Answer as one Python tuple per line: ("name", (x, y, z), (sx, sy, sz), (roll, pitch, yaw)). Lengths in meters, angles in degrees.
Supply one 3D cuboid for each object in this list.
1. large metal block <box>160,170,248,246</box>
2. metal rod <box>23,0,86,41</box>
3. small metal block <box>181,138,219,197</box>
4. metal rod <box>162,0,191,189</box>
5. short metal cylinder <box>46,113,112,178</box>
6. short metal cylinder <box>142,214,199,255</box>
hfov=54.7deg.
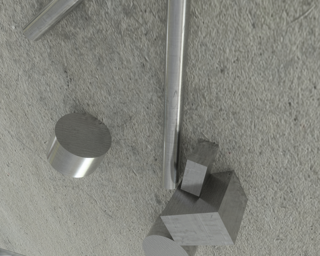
("large metal block", (0.060, 0.104, 0.404), (0.080, 0.080, 0.050), (-15, 111, 34))
("metal rod", (-0.059, -0.172, 0.330), (0.299, 0.025, 0.025), (-21, 107, 36))
("small metal block", (0.051, 0.049, 0.394), (0.025, 0.050, 0.050), (20, 126, 16))
("metal rod", (0.017, -0.046, 0.369), (0.025, 0.025, 0.298), (14, 124, 20))
("short metal cylinder", (-0.117, 0.024, 0.448), (0.080, 0.080, 0.050), (38, 129, 2))
("short metal cylinder", (0.019, 0.182, 0.493), (0.080, 0.050, 0.079), (13, 124, 21))
